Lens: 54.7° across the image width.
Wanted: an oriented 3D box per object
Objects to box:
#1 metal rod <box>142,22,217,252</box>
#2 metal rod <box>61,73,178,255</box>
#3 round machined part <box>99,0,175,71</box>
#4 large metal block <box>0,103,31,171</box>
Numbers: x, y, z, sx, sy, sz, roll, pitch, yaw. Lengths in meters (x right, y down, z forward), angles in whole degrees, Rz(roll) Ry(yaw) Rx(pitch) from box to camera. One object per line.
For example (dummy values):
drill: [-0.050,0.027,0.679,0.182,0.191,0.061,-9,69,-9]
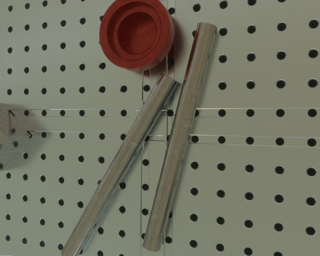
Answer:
metal rod: [0.024,0.015,0.403,0.025,0.025,0.298,16,95,19]
metal rod: [-0.061,0.061,0.433,0.025,0.025,0.299,33,101,17]
round machined part: [-0.027,-0.124,0.413,0.098,0.042,0.097,0,90,20]
large metal block: [-0.271,0.015,0.495,0.080,0.050,0.080,44,104,14]
